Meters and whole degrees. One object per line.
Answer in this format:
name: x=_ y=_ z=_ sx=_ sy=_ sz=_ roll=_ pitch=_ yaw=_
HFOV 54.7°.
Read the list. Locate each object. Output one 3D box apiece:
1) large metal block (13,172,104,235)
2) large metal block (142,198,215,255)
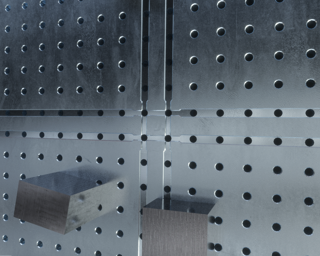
large metal block: x=-0.138 y=0.100 z=0.430 sx=0.080 sy=0.080 sz=0.050 roll=11 pitch=94 yaw=19
large metal block: x=0.024 y=0.138 z=0.390 sx=0.080 sy=0.050 sz=0.079 roll=1 pitch=91 yaw=19
